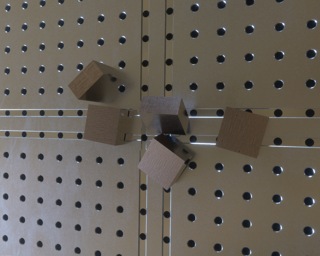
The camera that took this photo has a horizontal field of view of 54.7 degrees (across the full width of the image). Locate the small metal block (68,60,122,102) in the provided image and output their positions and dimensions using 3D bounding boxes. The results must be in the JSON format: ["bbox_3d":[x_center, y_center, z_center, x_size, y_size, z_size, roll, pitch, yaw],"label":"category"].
[{"bbox_3d":[-0.089,-0.063,0.430,0.050,0.050,0.025,-41,77,15],"label":"small metal block"}]

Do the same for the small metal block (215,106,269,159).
[{"bbox_3d":[0.100,0.005,0.377,0.050,0.025,0.050,17,95,18],"label":"small metal block"}]

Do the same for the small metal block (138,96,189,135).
[{"bbox_3d":[0.006,-0.015,0.393,0.050,0.050,0.025,4,61,19],"label":"small metal block"}]

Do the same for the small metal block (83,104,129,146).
[{"bbox_3d":[-0.076,-0.005,0.438,0.050,0.025,0.050,10,93,19],"label":"small metal block"}]

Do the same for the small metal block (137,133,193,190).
[{"bbox_3d":[0.006,0.043,0.403,0.050,0.025,0.050,36,117,16],"label":"small metal block"}]
